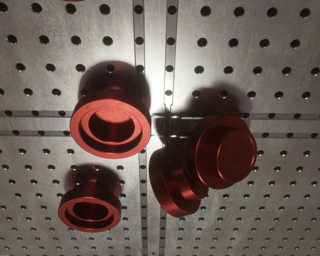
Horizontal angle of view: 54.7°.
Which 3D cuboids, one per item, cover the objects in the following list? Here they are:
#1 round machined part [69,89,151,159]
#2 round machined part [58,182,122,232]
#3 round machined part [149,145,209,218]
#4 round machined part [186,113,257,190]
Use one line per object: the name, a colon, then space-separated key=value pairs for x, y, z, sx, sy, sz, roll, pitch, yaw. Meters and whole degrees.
round machined part: x=-0.060 y=-0.009 z=0.392 sx=0.099 sy=0.042 sz=0.097 roll=-1 pitch=130 yaw=0
round machined part: x=-0.112 y=0.126 z=0.507 sx=0.099 sy=0.042 sz=0.097 roll=-1 pitch=130 yaw=0
round machined part: x=0.031 y=0.068 z=0.419 sx=0.042 sy=0.098 sz=0.098 roll=-25 pitch=126 yaw=27
round machined part: x=0.084 y=0.032 z=0.393 sx=0.099 sy=0.042 sz=0.097 roll=-6 pitch=101 yaw=-31
